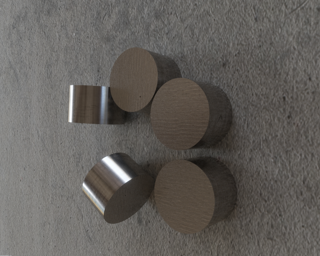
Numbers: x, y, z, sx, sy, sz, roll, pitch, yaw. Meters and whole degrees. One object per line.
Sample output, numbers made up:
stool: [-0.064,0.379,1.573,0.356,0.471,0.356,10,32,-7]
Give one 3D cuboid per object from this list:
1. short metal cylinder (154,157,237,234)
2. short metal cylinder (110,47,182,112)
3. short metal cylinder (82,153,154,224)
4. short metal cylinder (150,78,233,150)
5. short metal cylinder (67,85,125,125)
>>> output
short metal cylinder: [0.040,0.074,0.355,0.080,0.050,0.080,0,90,40]
short metal cylinder: [-0.019,-0.059,0.402,0.080,0.050,0.080,-1,89,37]
short metal cylinder: [-0.055,0.080,0.415,0.050,0.081,0.079,39,114,33]
short metal cylinder: [0.036,-0.015,0.359,0.080,0.050,0.080,0,90,40]
short metal cylinder: [-0.090,-0.032,0.443,0.080,0.081,0.050,6,94,40]
